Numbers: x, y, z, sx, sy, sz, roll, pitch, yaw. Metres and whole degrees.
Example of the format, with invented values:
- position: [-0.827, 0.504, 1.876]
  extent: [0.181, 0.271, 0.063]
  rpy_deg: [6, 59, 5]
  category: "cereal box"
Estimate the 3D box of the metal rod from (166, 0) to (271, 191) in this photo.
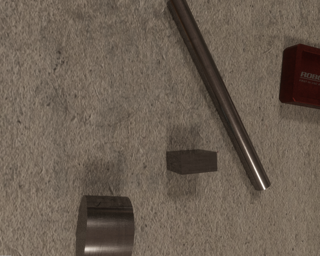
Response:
- position: [0.088, -0.043, 0.442]
  extent: [0.025, 0.025, 0.299]
  rpy_deg: [-31, 100, -18]
  category: "metal rod"

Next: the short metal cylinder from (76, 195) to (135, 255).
- position: [-0.065, 0.119, 0.357]
  extent: [0.050, 0.080, 0.080]
  rpy_deg: [7, 88, -20]
  category: "short metal cylinder"

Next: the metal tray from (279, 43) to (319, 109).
- position: [0.260, -0.078, 0.504]
  extent: [0.131, 0.030, 0.089]
  rpy_deg: [7, 88, -20]
  category: "metal tray"

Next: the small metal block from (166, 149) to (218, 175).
- position: [0.041, 0.044, 0.412]
  extent: [0.050, 0.050, 0.025]
  rpy_deg: [-3, 91, -20]
  category: "small metal block"
